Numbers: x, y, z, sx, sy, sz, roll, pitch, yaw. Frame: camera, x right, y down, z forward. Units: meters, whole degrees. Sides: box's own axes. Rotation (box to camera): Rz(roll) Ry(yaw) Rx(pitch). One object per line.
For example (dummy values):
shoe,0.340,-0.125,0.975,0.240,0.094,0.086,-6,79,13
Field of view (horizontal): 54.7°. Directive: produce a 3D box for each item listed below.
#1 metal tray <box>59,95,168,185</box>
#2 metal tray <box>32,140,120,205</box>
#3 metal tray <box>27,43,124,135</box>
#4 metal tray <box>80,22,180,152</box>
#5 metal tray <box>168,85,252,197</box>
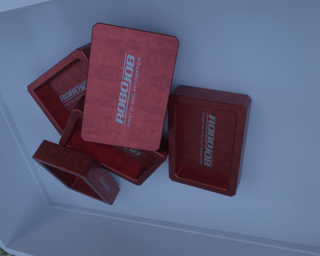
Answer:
metal tray,-0.062,0.021,0.420,0.131,0.030,0.089,29,137,-10
metal tray,-0.122,0.071,0.472,0.090,0.030,0.130,16,154,19
metal tray,-0.117,-0.048,0.433,0.130,0.030,0.090,-22,107,36
metal tray,-0.035,-0.044,0.349,0.091,0.030,0.129,9,105,-4
metal tray,0.057,0.017,0.383,0.090,0.030,0.129,12,124,21
